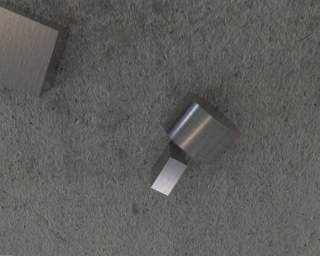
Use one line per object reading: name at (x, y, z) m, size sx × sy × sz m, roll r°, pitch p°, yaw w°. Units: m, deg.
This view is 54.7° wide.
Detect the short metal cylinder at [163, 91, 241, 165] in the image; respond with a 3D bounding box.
short metal cylinder at (0.051, -0.001, 0.381) m, size 0.080 × 0.080 × 0.050 m, roll 35°, pitch 106°, yaw -12°

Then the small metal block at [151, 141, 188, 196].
small metal block at (0.012, 0.053, 0.416) m, size 0.025 × 0.050 × 0.050 m, roll 28°, pitch 108°, yaw -10°

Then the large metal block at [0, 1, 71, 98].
large metal block at (-0.161, -0.092, 0.361) m, size 0.080 × 0.050 × 0.079 m, roll 22°, pitch 109°, yaw -8°
